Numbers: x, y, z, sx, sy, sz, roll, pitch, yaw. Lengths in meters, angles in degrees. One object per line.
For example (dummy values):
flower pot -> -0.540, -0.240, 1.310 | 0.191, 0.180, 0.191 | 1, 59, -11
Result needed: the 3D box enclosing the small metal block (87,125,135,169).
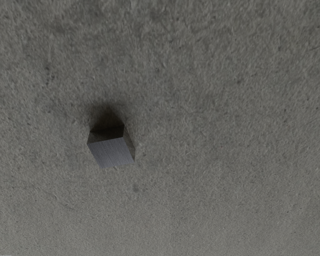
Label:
small metal block -> -0.066, 0.027, 0.429 | 0.050, 0.025, 0.050 | -11, 130, 9
